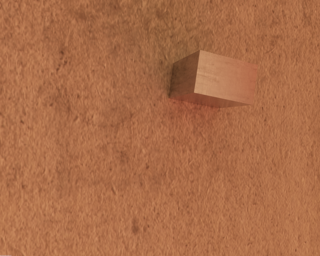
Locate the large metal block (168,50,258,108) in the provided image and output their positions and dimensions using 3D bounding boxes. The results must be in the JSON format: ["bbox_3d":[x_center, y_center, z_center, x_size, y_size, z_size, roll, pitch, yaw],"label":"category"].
[{"bbox_3d":[0.066,-0.059,0.404,0.081,0.080,0.050,9,87,-20],"label":"large metal block"}]
